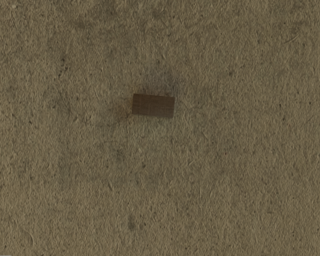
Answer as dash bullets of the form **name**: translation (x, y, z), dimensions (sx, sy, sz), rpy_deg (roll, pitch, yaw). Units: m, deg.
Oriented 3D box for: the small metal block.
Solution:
- **small metal block**: translation (-0.008, -0.027, 0.398), dimensions (0.050, 0.050, 0.025), rpy_deg (5, 90, -1)
